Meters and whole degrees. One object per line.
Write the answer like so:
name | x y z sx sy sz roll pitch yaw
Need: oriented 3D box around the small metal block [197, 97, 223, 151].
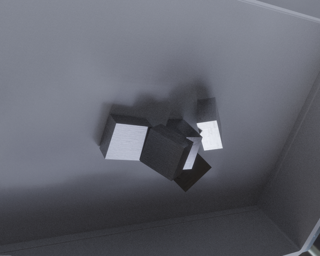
small metal block | 0.068 -0.006 0.423 0.025 0.050 0.050 -9 129 15

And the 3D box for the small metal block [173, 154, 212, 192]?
small metal block | 0.044 0.061 0.451 0.050 0.050 0.025 -44 95 1

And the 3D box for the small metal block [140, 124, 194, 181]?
small metal block | 0.008 0.030 0.391 0.025 0.050 0.050 -24 139 -55

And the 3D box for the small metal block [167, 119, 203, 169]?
small metal block | 0.027 0.022 0.421 0.025 0.050 0.050 1 118 -29

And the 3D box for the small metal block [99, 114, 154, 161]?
small metal block | -0.043 0.013 0.391 0.050 0.025 0.050 7 115 -32
